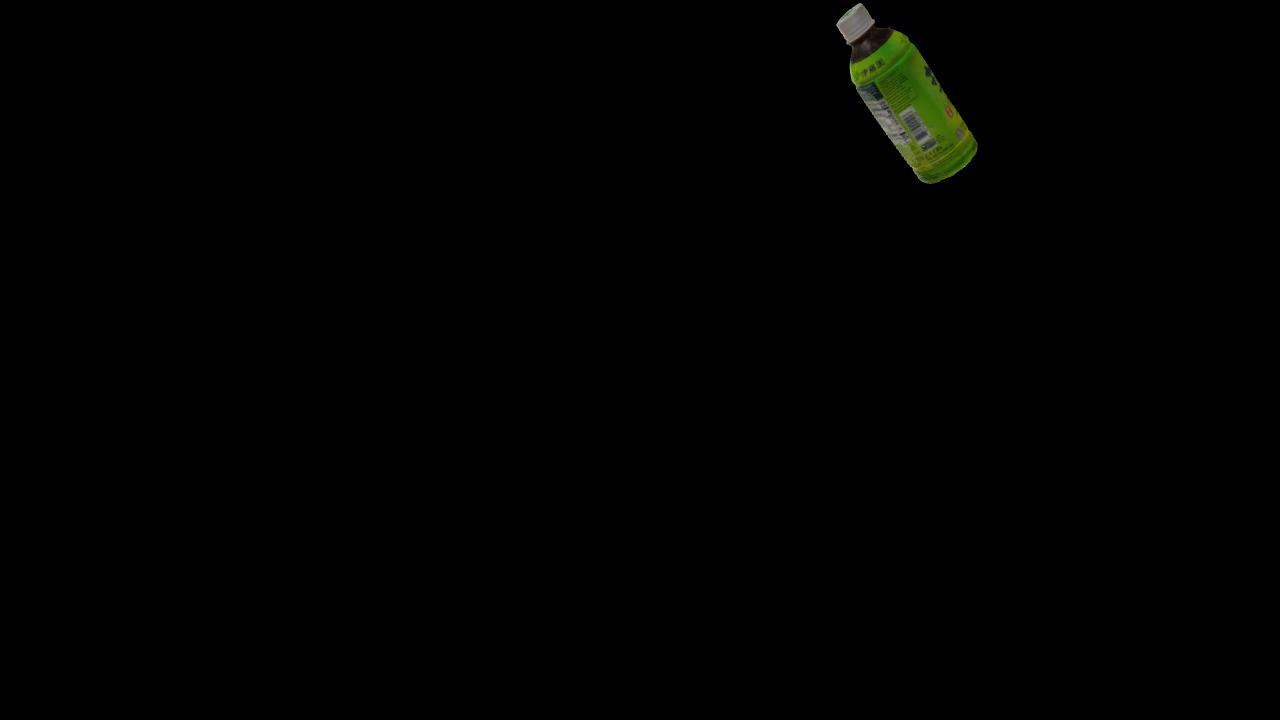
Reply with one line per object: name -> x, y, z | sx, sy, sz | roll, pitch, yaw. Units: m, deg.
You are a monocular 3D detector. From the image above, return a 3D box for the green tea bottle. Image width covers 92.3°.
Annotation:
green tea bottle -> 0.290, -0.294, 0.680 | 0.212, 0.073, 0.073 | 43, -19, -22
